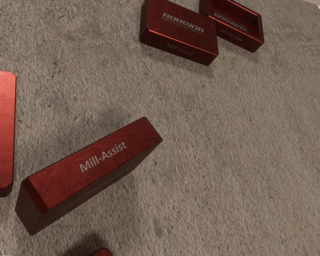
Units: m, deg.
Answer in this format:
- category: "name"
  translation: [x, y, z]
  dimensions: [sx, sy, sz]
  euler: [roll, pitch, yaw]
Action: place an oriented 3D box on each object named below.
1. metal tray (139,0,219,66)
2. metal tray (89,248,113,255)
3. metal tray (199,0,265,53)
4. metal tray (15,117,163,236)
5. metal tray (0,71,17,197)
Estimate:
- category: "metal tray"
  translation: [0.033, -0.164, 0.520]
  dimensions: [0.131, 0.030, 0.090]
  euler: [14, 56, -21]
- category: "metal tray"
  translation: [-0.075, 0.176, 0.253]
  dimensions: [0.131, 0.030, 0.090]
  euler: [-30, 79, -38]
- category: "metal tray"
  translation: [0.140, -0.211, 0.607]
  dimensions: [0.131, 0.030, 0.090]
  euler: [19, 54, -17]
- category: "metal tray"
  translation: [-0.067, 0.045, 0.299]
  dimensions: [0.131, 0.090, 0.030]
  euler: [-30, 79, -38]
- category: "metal tray"
  translation: [-0.190, 0.002, 0.297]
  dimensions: [0.091, 0.030, 0.130]
  euler: [3, 60, -27]
